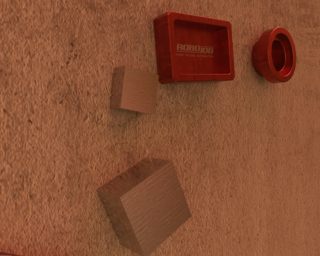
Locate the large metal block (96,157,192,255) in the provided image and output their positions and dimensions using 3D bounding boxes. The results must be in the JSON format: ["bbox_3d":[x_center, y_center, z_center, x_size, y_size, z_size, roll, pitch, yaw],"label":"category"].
[{"bbox_3d":[-0.017,0.091,0.374,0.081,0.050,0.080,-31,110,-36],"label":"large metal block"}]

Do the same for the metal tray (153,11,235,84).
[{"bbox_3d":[0.054,-0.111,0.445,0.131,0.030,0.089,-9,96,-40],"label":"metal tray"}]

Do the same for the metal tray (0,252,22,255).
[{"bbox_3d":[-0.142,0.167,0.283,0.131,0.030,0.090,31,71,-36],"label":"metal tray"}]

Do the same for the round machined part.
[{"bbox_3d":[0.205,-0.130,0.565,0.099,0.042,0.097,0,90,-40],"label":"round machined part"}]

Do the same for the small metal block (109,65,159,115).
[{"bbox_3d":[-0.031,-0.044,0.379,0.050,0.025,0.050,10,84,-40],"label":"small metal block"}]
